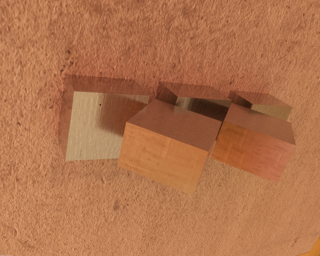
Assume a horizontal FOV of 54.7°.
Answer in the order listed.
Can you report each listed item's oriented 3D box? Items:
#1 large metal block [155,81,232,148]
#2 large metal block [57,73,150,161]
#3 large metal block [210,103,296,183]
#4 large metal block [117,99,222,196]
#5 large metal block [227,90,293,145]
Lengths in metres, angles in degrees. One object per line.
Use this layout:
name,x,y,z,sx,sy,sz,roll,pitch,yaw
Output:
large metal block,0.035,-0.012,0.406,0.081,0.050,0.079,1,118,-29
large metal block,-0.066,-0.012,0.350,0.081,0.050,0.079,0,118,-29
large metal block,0.115,0.014,0.385,0.080,0.080,0.050,20,114,11
large metal block,0.013,0.015,0.326,0.080,0.080,0.050,-47,155,-62
large metal block,0.137,-0.008,0.465,0.081,0.050,0.079,1,118,-30
